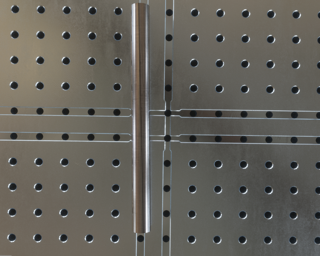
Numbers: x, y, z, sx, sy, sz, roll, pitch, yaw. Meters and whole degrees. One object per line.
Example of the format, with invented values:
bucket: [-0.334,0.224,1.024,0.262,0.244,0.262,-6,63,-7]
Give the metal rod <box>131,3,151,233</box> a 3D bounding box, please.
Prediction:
metal rod: [-0.026,-0.013,0.413,0.025,0.025,0.298,0,90,-1]
